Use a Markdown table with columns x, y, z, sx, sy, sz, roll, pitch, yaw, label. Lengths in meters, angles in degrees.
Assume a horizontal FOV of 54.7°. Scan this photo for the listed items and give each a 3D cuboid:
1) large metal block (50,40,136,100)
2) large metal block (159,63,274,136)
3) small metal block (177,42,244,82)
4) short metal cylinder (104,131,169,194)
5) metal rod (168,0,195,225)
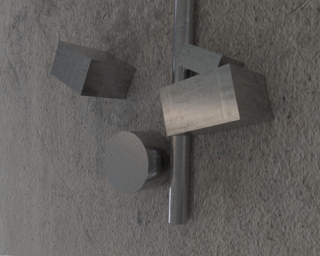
| x | y | z | sx | sy | sz | roll | pitch | yaw | label |
| --- | --- | --- | --- | --- | --- | --- | --- | --- | --- |
| -0.096 | -0.083 | 0.449 | 0.080 | 0.081 | 0.050 | 33 | 111 | 35 | large metal block |
| 0.059 | -0.024 | 0.320 | 0.080 | 0.081 | 0.050 | -15 | 81 | 39 | large metal block |
| 0.056 | -0.071 | 0.343 | 0.050 | 0.050 | 0.025 | 31 | 109 | 36 | small metal block |
| -0.028 | 0.044 | 0.412 | 0.080 | 0.050 | 0.080 | 0 | 90 | 40 | short metal cylinder |
| 0.027 | -0.033 | 0.382 | 0.025 | 0.025 | 0.298 | 3 | 92 | 40 | metal rod |
